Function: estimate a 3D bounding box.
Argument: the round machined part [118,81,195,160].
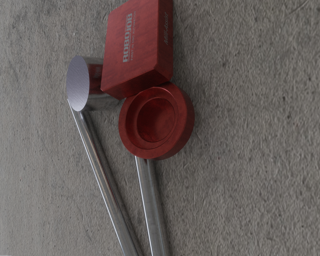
[{"bbox_3d":[-0.001,-0.008,0.385,0.098,0.042,0.098,-8,74,31],"label":"round machined part"}]

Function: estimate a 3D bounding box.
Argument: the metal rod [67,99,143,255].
[{"bbox_3d":[-0.085,0.078,0.474,0.025,0.025,0.299,-38,67,33],"label":"metal rod"}]

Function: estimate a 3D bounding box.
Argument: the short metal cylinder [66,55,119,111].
[{"bbox_3d":[-0.099,-0.065,0.461,0.080,0.050,0.079,5,97,51],"label":"short metal cylinder"}]

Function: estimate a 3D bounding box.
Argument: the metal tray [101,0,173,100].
[{"bbox_3d":[-0.029,-0.109,0.394,0.090,0.030,0.130,-17,60,34],"label":"metal tray"}]

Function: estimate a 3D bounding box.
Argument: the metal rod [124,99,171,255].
[{"bbox_3d":[-0.022,0.042,0.422,0.025,0.025,0.299,-17,79,38],"label":"metal rod"}]
